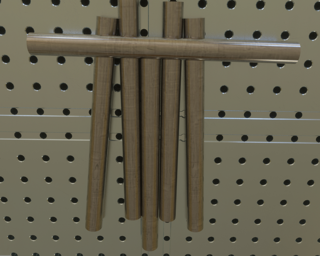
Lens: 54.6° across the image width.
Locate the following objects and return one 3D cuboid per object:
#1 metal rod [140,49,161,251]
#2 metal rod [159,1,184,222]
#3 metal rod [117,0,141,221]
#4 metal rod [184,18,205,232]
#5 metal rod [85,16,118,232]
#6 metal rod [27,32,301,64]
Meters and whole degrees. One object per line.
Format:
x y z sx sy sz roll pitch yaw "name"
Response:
-0.013 0.043 0.429 0.025 0.025 0.298 1 111 0 "metal rod"
0.013 -0.007 0.412 0.025 0.025 0.298 1 110 0 "metal rod"
-0.038 -0.010 0.410 0.025 0.025 0.298 1 110 0 "metal rod"
0.047 0.010 0.418 0.025 0.025 0.298 -2 110 1 "metal rod"
-0.081 0.009 0.415 0.025 0.025 0.298 7 110 -3 "metal rod"
0.005 -0.091 0.353 0.302 0.025 0.025 2 110 -1 "metal rod"
